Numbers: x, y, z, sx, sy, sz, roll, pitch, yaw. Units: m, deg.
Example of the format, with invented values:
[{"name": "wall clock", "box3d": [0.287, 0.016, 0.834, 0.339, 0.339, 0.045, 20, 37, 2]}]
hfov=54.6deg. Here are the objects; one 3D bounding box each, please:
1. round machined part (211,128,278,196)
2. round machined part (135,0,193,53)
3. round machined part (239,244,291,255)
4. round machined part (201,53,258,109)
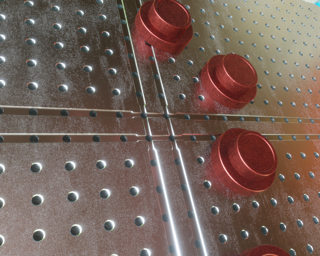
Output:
[{"name": "round machined part", "box3d": [0.125, 0.042, 0.438, 0.099, 0.042, 0.098, 13, 56, -21]}, {"name": "round machined part", "box3d": [0.013, -0.176, 0.511, 0.099, 0.042, 0.098, 13, 56, -21]}, {"name": "round machined part", "box3d": [0.118, 0.185, 0.345, 0.099, 0.042, 0.098, 15, 53, -20]}, {"name": "round machined part", "box3d": [0.121, -0.084, 0.513, 0.099, 0.042, 0.098, 13, 56, -21]}]
